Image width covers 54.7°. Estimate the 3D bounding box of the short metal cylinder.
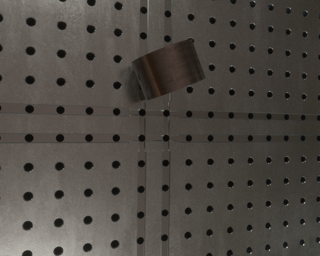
[{"bbox_3d":[0.011,-0.072,0.388,0.081,0.080,0.050,-24,98,-19],"label":"short metal cylinder"}]
